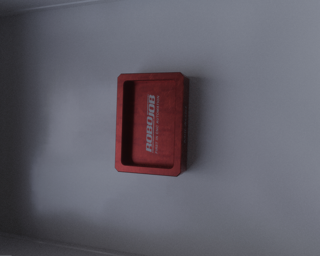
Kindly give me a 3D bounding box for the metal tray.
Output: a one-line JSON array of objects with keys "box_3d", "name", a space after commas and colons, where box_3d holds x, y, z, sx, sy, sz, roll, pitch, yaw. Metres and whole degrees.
[{"box_3d": [-0.010, -0.006, 0.407, 0.090, 0.030, 0.129, 2, 90, 19], "name": "metal tray"}]
